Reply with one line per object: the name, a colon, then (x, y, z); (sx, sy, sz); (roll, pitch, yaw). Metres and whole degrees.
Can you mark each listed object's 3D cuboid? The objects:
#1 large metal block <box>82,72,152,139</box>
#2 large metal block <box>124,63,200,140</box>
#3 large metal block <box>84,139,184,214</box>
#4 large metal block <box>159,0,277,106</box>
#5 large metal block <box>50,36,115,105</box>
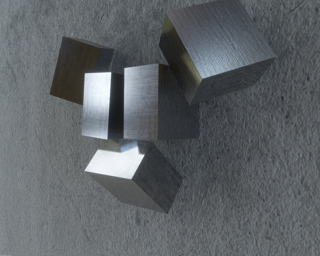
large metal block: (-0.054, -0.028, 0.413); (0.050, 0.081, 0.079); (6, 94, 39)
large metal block: (0.004, -0.028, 0.365); (0.050, 0.081, 0.079); (1, 91, 40)
large metal block: (-0.031, 0.059, 0.386); (0.080, 0.080, 0.050); (1, 52, 40)
large metal block: (0.054, -0.079, 0.316); (0.050, 0.081, 0.080); (108, 140, -64)
large metal block: (-0.109, -0.083, 0.446); (0.050, 0.080, 0.079); (18, 104, 1)
